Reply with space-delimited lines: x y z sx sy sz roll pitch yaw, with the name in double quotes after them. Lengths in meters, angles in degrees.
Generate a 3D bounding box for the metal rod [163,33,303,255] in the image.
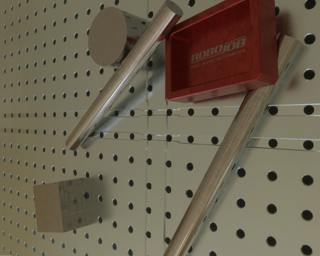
0.071 0.041 0.350 0.025 0.025 0.298 36 112 34 "metal rod"

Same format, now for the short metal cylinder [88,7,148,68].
-0.057 -0.124 0.440 0.080 0.050 0.079 0 90 40 "short metal cylinder"

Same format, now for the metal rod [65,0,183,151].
-0.067 -0.054 0.442 0.299 0.025 0.025 -44 63 38 "metal rod"

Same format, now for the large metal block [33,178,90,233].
-0.171 0.133 0.535 0.080 0.050 0.080 -15 81 39 "large metal block"

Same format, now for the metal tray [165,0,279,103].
0.059 -0.081 0.337 0.130 0.030 0.090 -8 80 50 "metal tray"
